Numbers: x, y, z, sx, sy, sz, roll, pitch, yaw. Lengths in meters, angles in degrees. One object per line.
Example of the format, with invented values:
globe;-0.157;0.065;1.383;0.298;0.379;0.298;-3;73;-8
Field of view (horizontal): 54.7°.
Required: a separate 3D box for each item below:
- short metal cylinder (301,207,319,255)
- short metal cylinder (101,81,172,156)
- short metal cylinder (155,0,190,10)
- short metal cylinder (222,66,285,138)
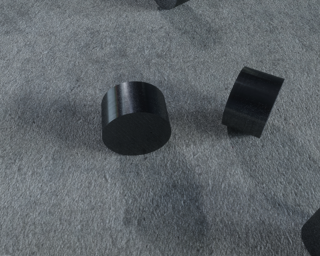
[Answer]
short metal cylinder;0.181;0.102;0.283;0.050;0.080;0.080;-33;58;-24
short metal cylinder;-0.030;-0.010;0.376;0.081;0.080;0.050;-6;51;-5
short metal cylinder;0.024;-0.278;0.601;0.050;0.080;0.080;-35;58;-25
short metal cylinder;0.119;-0.033;0.396;0.050;0.080;0.080;23;54;18
